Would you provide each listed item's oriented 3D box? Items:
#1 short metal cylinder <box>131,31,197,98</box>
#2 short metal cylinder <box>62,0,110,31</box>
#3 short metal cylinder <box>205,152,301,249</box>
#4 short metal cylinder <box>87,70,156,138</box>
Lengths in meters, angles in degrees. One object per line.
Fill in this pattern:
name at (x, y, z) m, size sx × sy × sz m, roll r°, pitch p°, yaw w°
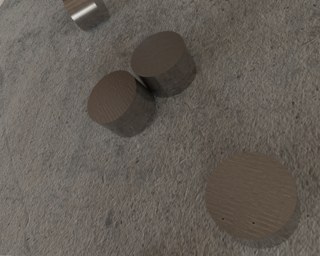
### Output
short metal cylinder at (0.006, -0.090, 0.440) m, size 0.080 × 0.050 × 0.080 m, roll -13°, pitch 56°, yaw 21°
short metal cylinder at (-0.139, -0.231, 0.583) m, size 0.050 × 0.080 × 0.080 m, roll -26°, pitch 53°, yaw 12°
short metal cylinder at (0.090, 0.070, 0.298) m, size 0.080 × 0.050 × 0.080 m, roll -13°, pitch 56°, yaw 21°
short metal cylinder at (-0.053, -0.033, 0.430) m, size 0.080 × 0.050 × 0.080 m, roll -14°, pitch 60°, yaw 26°
